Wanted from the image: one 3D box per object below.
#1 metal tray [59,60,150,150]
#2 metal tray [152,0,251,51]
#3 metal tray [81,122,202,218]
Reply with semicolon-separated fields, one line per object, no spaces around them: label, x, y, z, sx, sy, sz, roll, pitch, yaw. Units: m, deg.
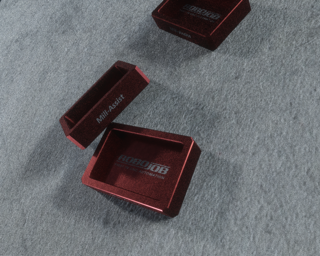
metal tray;-0.083;-0.038;0.444;0.130;0.030;0.090;-46;29;-5
metal tray;0.060;-0.180;0.478;0.090;0.030;0.130;-48;52;-6
metal tray;-0.025;0.046;0.383;0.130;0.030;0.090;10;67;32
